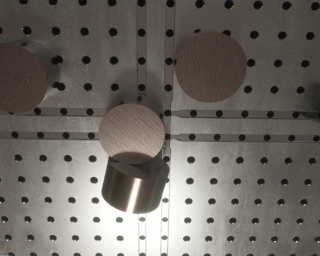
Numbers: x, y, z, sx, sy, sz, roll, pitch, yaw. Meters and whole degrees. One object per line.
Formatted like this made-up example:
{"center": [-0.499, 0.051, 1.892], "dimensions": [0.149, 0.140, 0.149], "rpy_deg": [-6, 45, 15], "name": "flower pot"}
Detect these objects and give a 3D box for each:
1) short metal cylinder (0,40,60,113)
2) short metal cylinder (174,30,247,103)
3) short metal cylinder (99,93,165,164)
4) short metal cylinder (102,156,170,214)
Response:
{"center": [-0.169, -0.064, 0.374], "dimensions": [0.081, 0.050, 0.079], "rpy_deg": [0, 110, -1], "name": "short metal cylinder"}
{"center": [0.058, -0.075, 0.373], "dimensions": [0.081, 0.050, 0.079], "rpy_deg": [0, 110, -1], "name": "short metal cylinder"}
{"center": [-0.034, 0.000, 0.400], "dimensions": [0.081, 0.050, 0.079], "rpy_deg": [0, 110, -1], "name": "short metal cylinder"}
{"center": [-0.033, 0.068, 0.409], "dimensions": [0.081, 0.080, 0.050], "rpy_deg": [13, 110, -5], "name": "short metal cylinder"}
